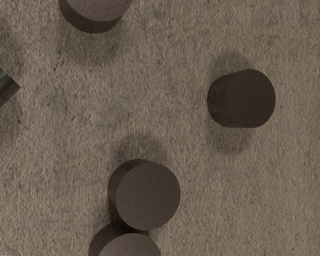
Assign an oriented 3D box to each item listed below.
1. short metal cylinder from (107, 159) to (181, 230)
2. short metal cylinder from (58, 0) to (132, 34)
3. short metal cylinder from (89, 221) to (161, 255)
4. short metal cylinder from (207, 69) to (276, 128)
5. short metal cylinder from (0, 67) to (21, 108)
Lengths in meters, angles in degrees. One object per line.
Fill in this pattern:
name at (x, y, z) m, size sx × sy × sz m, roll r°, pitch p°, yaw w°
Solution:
short metal cylinder at (-0.021, 0.081, 0.389) m, size 0.081 × 0.050 × 0.079 m, roll 0°, pitch 90°, yaw -21°
short metal cylinder at (-0.077, -0.159, 0.367) m, size 0.081 × 0.050 × 0.079 m, roll 0°, pitch 90°, yaw -21°
short metal cylinder at (-0.044, 0.161, 0.381) m, size 0.081 × 0.050 × 0.079 m, roll 0°, pitch 90°, yaw -21°
short metal cylinder at (0.114, -0.040, 0.440) m, size 0.081 × 0.050 × 0.079 m, roll 0°, pitch 90°, yaw -21°
short metal cylinder at (-0.190, -0.051, 0.309) m, size 0.080 × 0.080 × 0.050 m, roll 44°, pitch 76°, yaw -15°
